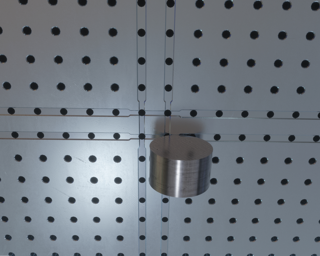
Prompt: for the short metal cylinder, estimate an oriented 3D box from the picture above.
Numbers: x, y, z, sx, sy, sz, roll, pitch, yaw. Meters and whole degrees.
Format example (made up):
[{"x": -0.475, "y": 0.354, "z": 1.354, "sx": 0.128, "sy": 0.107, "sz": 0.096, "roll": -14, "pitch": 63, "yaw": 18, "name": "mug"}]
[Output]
[{"x": 0.026, "y": 0.047, "z": 0.402, "sx": 0.081, "sy": 0.080, "sz": 0.050, "roll": 2, "pitch": 110, "yaw": -1, "name": "short metal cylinder"}]
